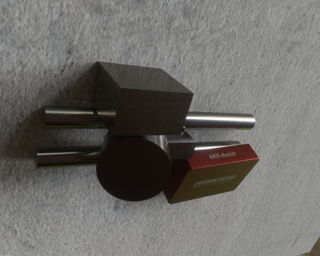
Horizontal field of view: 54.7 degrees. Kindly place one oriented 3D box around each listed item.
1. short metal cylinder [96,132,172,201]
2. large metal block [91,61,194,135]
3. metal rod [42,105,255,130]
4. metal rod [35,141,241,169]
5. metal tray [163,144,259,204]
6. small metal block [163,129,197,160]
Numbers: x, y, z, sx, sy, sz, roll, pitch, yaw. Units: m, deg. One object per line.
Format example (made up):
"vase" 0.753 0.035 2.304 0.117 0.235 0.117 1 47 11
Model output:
"short metal cylinder" -0.029 0.036 0.354 0.081 0.050 0.079 -1 114 -2
"large metal block" -0.023 -0.033 0.342 0.081 0.080 0.050 1 118 -29
"metal rod" 0.007 -0.011 0.407 0.303 0.025 0.025 1 118 -29
"metal rod" -0.009 0.034 0.426 0.303 0.025 0.025 0 119 -29
"metal tray" 0.077 0.070 0.474 0.131 0.030 0.089 -5 138 -28
"small metal block" 0.012 0.017 0.411 0.050 0.050 0.025 1 118 -29
